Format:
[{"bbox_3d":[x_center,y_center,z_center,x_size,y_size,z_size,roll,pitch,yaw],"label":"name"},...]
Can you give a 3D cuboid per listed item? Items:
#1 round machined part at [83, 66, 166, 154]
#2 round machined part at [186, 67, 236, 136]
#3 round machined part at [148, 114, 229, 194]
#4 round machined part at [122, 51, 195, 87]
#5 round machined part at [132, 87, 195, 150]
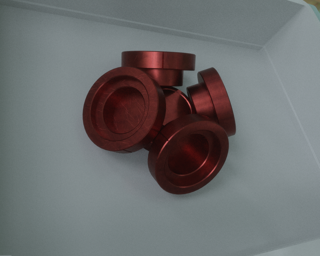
[{"bbox_3d":[-0.037,-0.018,0.361,0.042,0.098,0.098,27,40,-62],"label":"round machined part"},{"bbox_3d":[0.066,-0.030,0.426,0.042,0.098,0.098,-18,67,3],"label":"round machined part"},{"bbox_3d":[0.030,0.027,0.369,0.099,0.097,0.042,-1,26,-29],"label":"round machined part"},{"bbox_3d":[-0.002,-0.078,0.417,0.099,0.098,0.042,-4,102,-30],"label":"round machined part"},{"bbox_3d":[0.007,-0.017,0.408,0.099,0.042,0.098,14,56,-21],"label":"round machined part"}]
